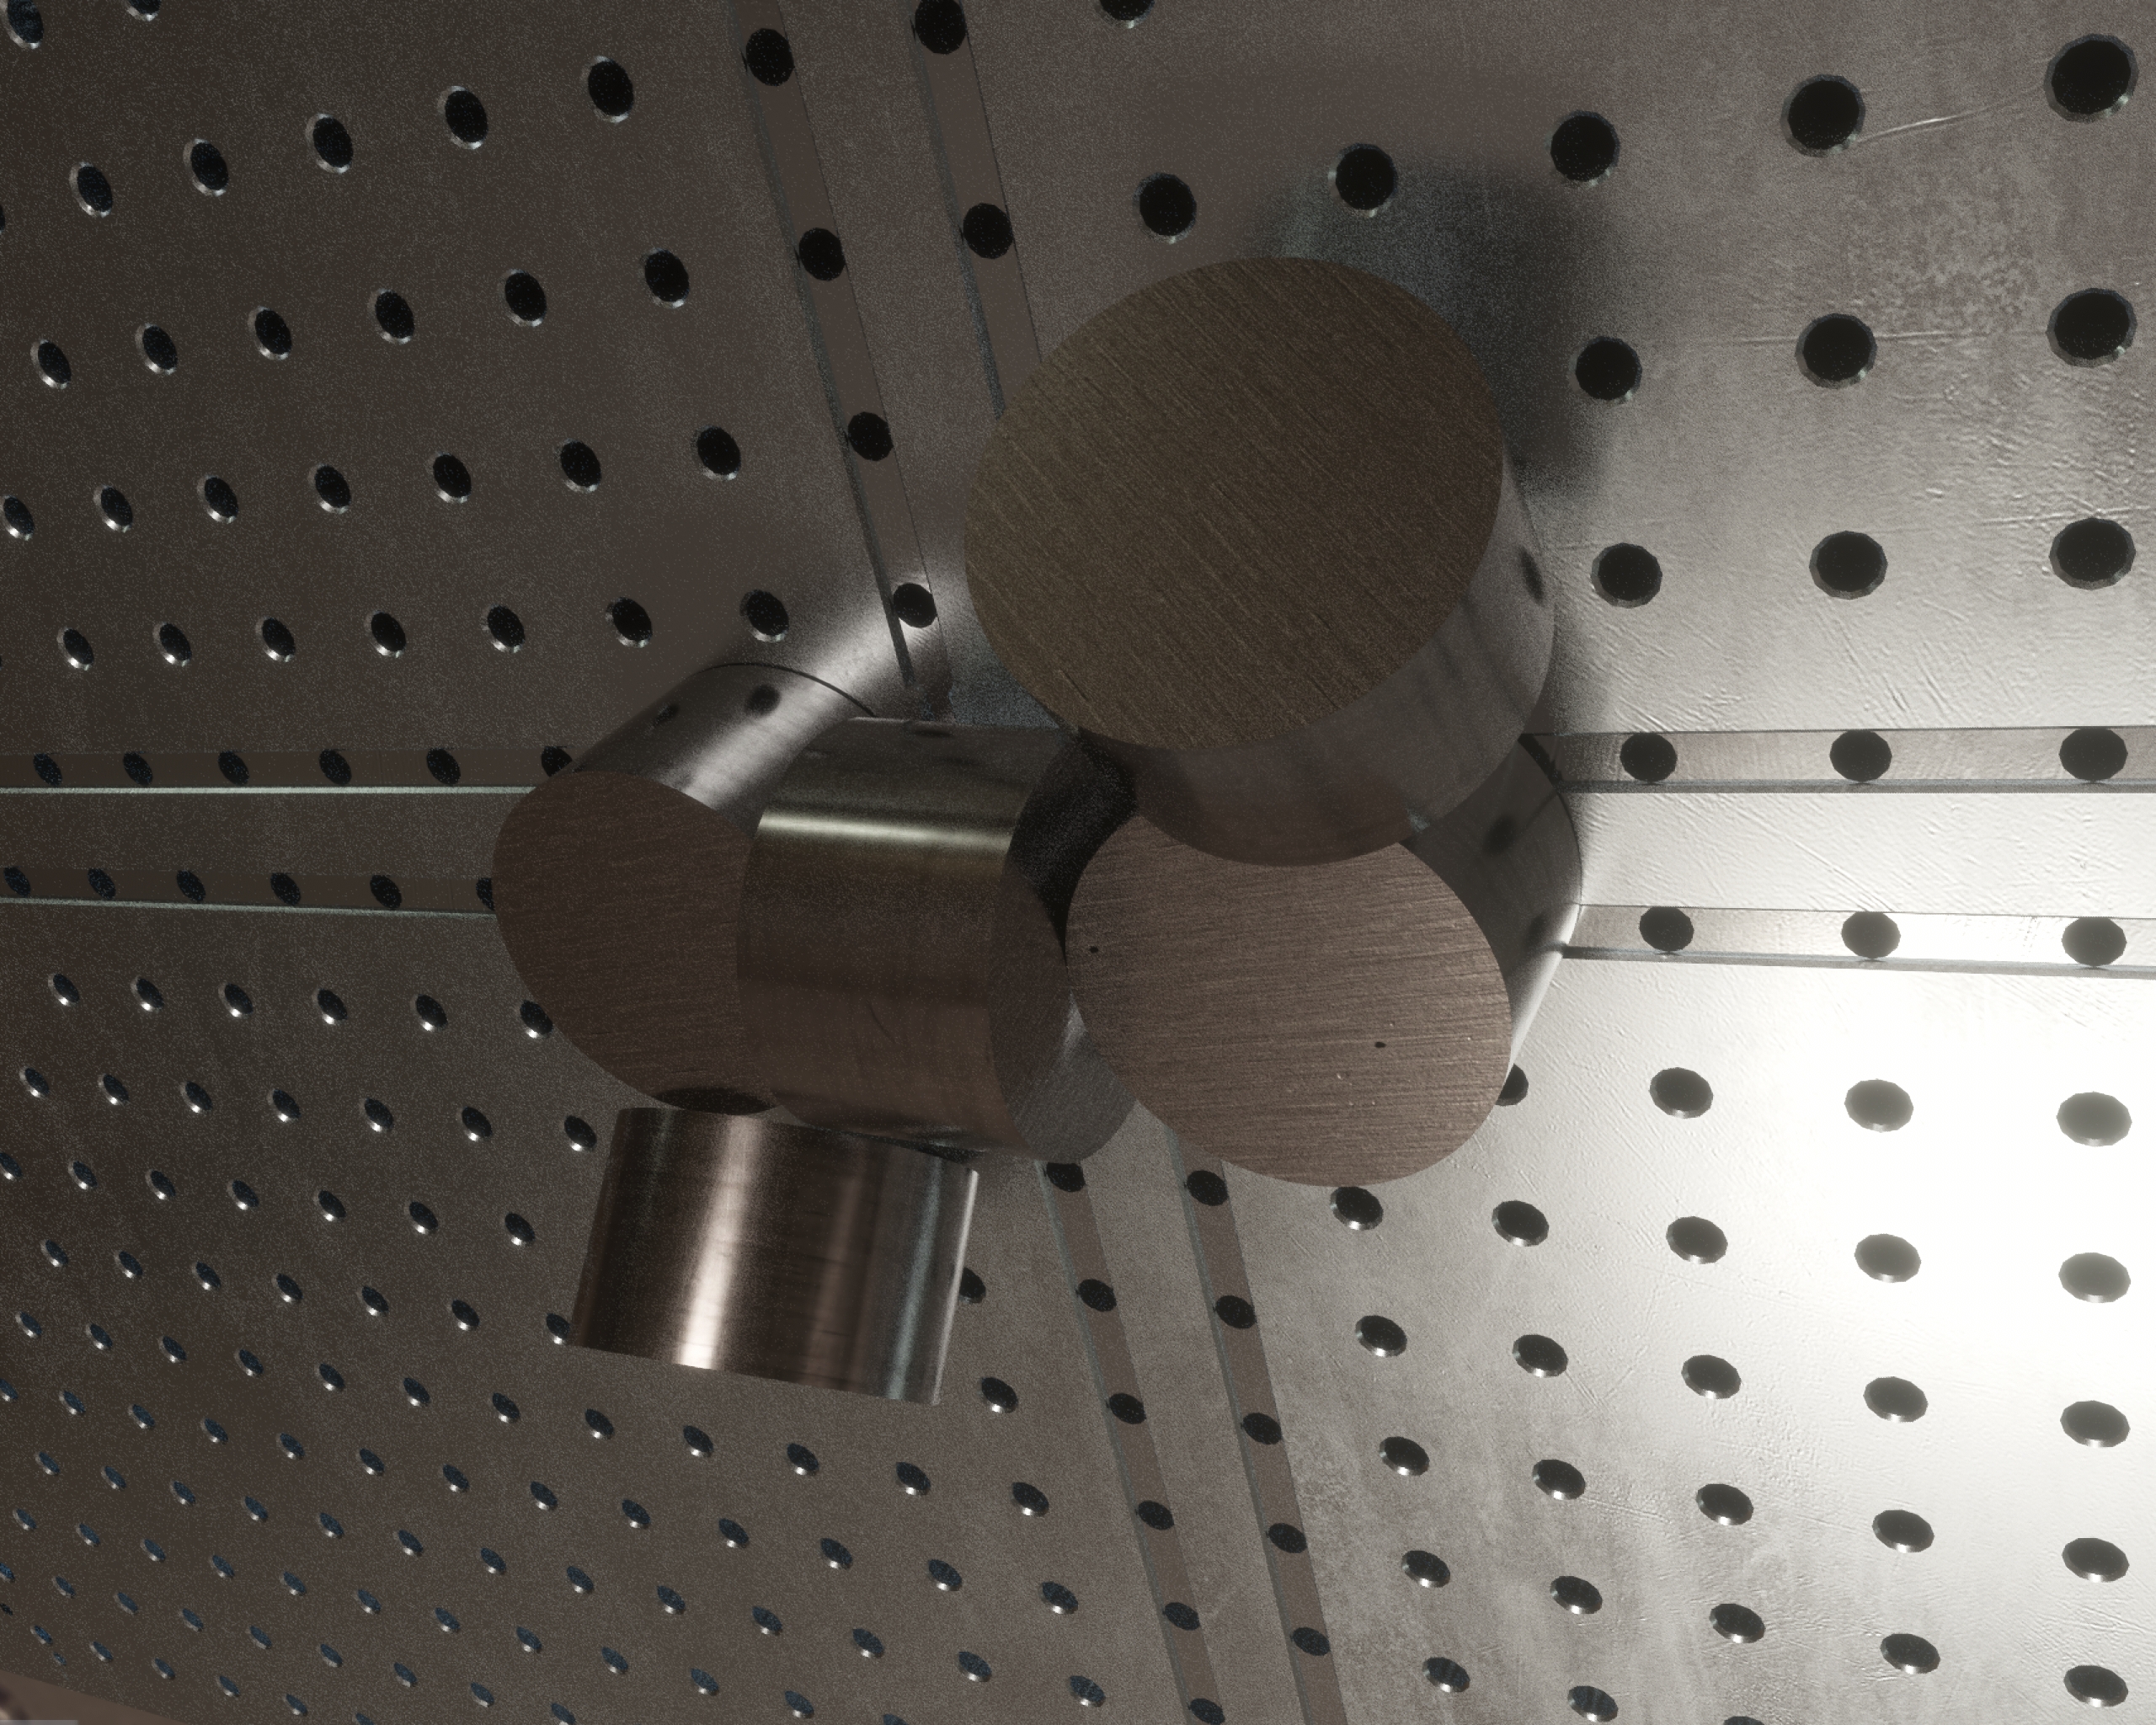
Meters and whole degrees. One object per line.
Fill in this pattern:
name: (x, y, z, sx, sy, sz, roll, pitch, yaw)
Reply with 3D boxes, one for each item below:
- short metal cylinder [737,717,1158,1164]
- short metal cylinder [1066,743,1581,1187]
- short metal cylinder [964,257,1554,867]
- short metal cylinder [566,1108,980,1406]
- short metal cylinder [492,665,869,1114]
short metal cylinder: (-0.020, 0.014, 0.393, 0.050, 0.080, 0.079, 5, 121, 25)
short metal cylinder: (0.045, 0.011, 0.376, 0.080, 0.050, 0.079, 13, 124, 20)
short metal cylinder: (0.029, -0.045, 0.323, 0.080, 0.080, 0.050, 8, 164, 23)
short metal cylinder: (-0.065, 0.086, 0.454, 0.080, 0.050, 0.080, 9, 165, 3)
short metal cylinder: (-0.073, 0.006, 0.434, 0.080, 0.050, 0.079, 13, 124, 20)
